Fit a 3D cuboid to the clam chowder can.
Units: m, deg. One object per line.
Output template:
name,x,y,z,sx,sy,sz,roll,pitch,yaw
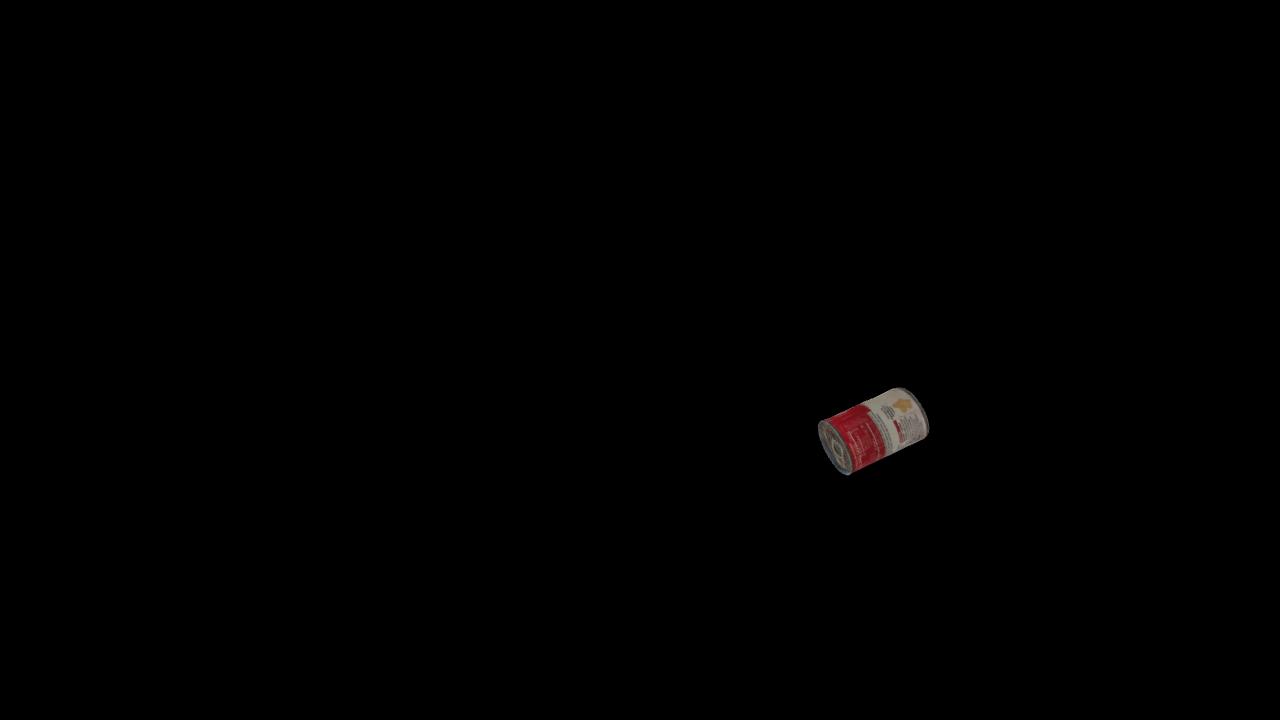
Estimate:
clam chowder can,0.266,0.080,0.704,0.102,0.068,0.068,-23,2,-6
